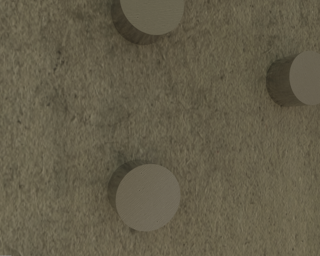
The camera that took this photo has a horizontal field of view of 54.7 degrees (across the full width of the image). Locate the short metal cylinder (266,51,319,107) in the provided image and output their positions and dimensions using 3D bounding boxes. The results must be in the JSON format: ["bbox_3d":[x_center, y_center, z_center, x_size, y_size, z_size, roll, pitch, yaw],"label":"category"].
[{"bbox_3d":[0.213,-0.073,0.476,0.081,0.050,0.079,0,90,-21],"label":"short metal cylinder"}]

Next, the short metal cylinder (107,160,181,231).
[{"bbox_3d":[-0.021,0.082,0.389,0.081,0.050,0.079,0,90,-20],"label":"short metal cylinder"}]

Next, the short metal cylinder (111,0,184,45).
[{"bbox_3d":[-0.017,-0.150,0.390,0.081,0.050,0.079,0,90,-21],"label":"short metal cylinder"}]
